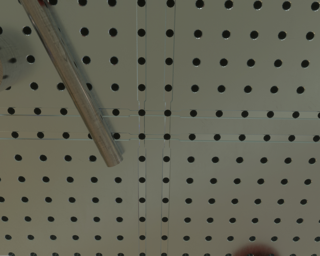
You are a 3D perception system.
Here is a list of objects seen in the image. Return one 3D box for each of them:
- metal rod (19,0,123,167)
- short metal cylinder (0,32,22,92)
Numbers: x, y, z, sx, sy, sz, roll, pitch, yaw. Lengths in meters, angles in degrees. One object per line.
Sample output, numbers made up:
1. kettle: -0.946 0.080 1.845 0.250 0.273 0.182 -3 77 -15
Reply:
1. metal rod: -0.119 -0.082 0.381 0.025 0.025 0.299 -21 109 7
2. short metal cylinder: -0.216 -0.077 0.369 0.081 0.050 0.079 0 110 -1
